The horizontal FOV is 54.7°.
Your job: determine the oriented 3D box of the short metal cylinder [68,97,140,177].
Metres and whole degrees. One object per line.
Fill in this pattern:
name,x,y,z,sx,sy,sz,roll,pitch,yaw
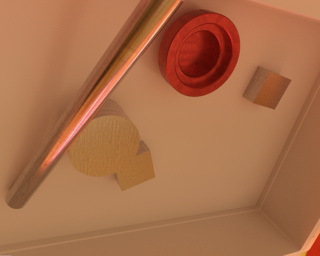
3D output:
short metal cylinder,-0.070,0.010,0.361,0.081,0.050,0.079,-14,125,-21

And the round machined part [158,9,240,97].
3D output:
round machined part,0.042,-0.090,0.367,0.099,0.042,0.097,-14,125,-21

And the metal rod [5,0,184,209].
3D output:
metal rod,-0.082,-0.006,0.294,0.025,0.025,0.299,19,129,-36

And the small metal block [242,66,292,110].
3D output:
small metal block,0.159,-0.059,0.462,0.050,0.025,0.050,11,113,-33

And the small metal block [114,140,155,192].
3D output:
small metal block,-0.038,0.051,0.422,0.050,0.025,0.050,-21,127,-17
